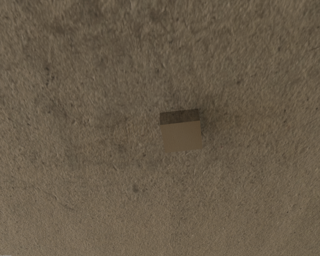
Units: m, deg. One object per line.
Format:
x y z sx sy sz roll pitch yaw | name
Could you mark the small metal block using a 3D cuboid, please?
0.028 0.004 0.411 0.050 0.025 0.050 -7 130 5 | small metal block
